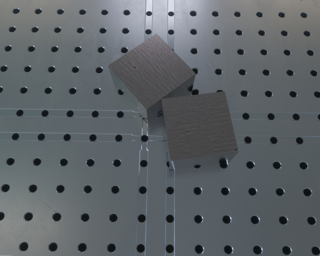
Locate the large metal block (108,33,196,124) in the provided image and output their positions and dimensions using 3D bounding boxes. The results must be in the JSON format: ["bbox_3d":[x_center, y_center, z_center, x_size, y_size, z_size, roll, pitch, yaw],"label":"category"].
[{"bbox_3d":[-0.011,-0.067,0.423,0.080,0.050,0.080,-37,74,-13],"label":"large metal block"}]

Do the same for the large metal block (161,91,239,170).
[{"bbox_3d":[0.047,0.004,0.397,0.080,0.050,0.080,-7,70,-3],"label":"large metal block"}]
